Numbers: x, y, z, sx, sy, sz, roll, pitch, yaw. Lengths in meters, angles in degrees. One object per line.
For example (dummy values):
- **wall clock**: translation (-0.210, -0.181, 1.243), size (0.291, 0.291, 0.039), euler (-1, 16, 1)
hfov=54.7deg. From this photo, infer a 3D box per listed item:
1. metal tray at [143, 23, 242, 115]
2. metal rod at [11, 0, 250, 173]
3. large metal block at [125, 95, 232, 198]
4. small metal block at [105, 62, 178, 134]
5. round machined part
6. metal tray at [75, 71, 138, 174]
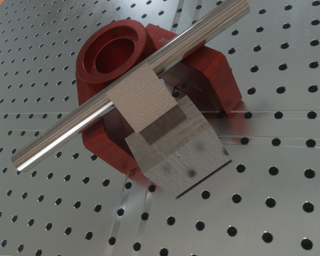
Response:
- **metal tray**: translation (0.035, -0.075, 0.392), size (0.130, 0.090, 0.030), euler (36, 83, 38)
- **metal rod**: translation (-0.035, -0.046, 0.338), size (0.300, 0.025, 0.025), euler (-35, 52, 4)
- **large metal block**: translation (0.022, 0.024, 0.342), size (0.080, 0.080, 0.050), euler (-36, 52, 4)
- **small metal block**: translation (-0.018, -0.030, 0.314), size (0.050, 0.050, 0.025), euler (-37, 7, 3)
- **round machined part**: translation (-0.051, -0.084, 0.386), size (0.098, 0.042, 0.098), euler (-13, 56, 20)
- **metal tray**: translation (-0.068, -0.015, 0.409), size (0.030, 0.090, 0.130), euler (-26, 53, 12)
